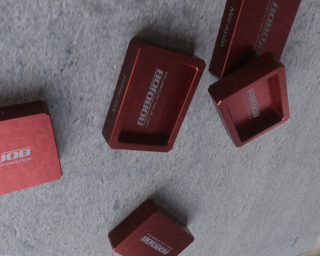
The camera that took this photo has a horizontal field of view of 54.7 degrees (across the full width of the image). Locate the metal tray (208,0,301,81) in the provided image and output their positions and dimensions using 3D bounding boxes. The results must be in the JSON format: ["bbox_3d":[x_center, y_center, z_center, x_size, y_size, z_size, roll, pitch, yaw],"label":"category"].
[{"bbox_3d":[0.122,-0.124,0.395,0.091,0.030,0.129,-3,120,-27],"label":"metal tray"}]

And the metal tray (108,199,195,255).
[{"bbox_3d":[-0.011,0.181,0.512,0.090,0.030,0.130,-42,130,1],"label":"metal tray"}]

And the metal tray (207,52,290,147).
[{"bbox_3d":[0.126,-0.032,0.425,0.090,0.030,0.130,-31,143,6],"label":"metal tray"}]

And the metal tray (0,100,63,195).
[{"bbox_3d":[-0.178,0.028,0.324,0.131,0.030,0.089,-13,124,-21],"label":"metal tray"}]

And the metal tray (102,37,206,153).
[{"bbox_3d":[-0.009,-0.034,0.378,0.091,0.030,0.129,7,115,-32],"label":"metal tray"}]
